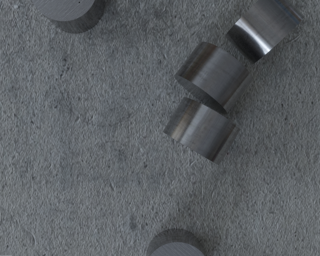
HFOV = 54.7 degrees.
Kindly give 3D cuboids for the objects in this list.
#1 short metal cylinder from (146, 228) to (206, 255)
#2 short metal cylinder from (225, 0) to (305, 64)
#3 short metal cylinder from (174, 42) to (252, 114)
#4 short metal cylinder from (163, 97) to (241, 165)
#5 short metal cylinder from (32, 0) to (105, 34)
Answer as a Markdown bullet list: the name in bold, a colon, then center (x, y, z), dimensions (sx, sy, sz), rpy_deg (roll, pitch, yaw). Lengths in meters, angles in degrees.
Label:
- **short metal cylinder**: center (0.021, 0.177, 0.398), dimensions (0.081, 0.050, 0.080), rpy_deg (0, 90, 0)
- **short metal cylinder**: center (0.127, -0.125, 0.383), dimensions (0.080, 0.080, 0.050), rpy_deg (-44, 90, 0)
- **short metal cylinder**: center (0.065, -0.061, 0.383), dimensions (0.080, 0.080, 0.050), rpy_deg (37, 90, 0)
- **short metal cylinder**: center (0.051, 0.004, 0.383), dimensions (0.080, 0.080, 0.050), rpy_deg (31, 90, 0)
- **short metal cylinder**: center (-0.116, -0.168, 0.396), dimensions (0.081, 0.050, 0.080), rpy_deg (0, 90, 0)
